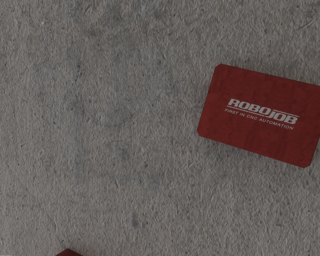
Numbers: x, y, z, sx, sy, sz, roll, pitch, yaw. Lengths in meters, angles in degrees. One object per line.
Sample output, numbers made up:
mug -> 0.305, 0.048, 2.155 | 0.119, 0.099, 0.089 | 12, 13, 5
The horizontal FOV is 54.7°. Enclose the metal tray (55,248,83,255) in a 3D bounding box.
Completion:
metal tray -> -0.126, 0.256, 0.451 | 0.090, 0.030, 0.129 | 17, 96, 19

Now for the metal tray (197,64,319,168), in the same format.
metal tray -> 0.119, -0.016, 0.364 | 0.130, 0.030, 0.089 | 18, 96, 19
